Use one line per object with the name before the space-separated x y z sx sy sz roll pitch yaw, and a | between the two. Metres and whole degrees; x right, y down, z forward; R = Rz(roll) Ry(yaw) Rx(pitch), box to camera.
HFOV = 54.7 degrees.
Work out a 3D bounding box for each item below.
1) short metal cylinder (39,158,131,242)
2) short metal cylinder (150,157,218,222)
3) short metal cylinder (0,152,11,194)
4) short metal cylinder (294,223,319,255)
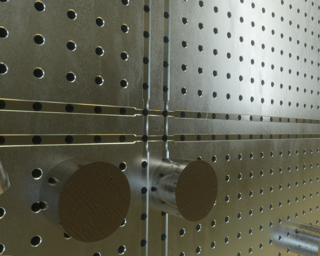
short metal cylinder | -0.079 0.073 0.329 0.081 0.050 0.079 0 90 -40
short metal cylinder | 0.033 0.082 0.423 0.081 0.050 0.079 0 90 -40
short metal cylinder | -0.164 0.034 0.236 0.081 0.080 0.050 -23 105 -38
short metal cylinder | 0.341 0.257 0.684 0.081 0.050 0.079 0 90 -40
